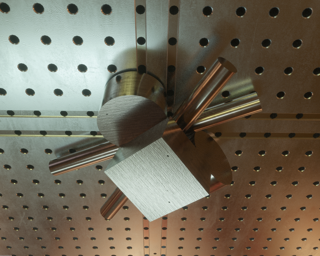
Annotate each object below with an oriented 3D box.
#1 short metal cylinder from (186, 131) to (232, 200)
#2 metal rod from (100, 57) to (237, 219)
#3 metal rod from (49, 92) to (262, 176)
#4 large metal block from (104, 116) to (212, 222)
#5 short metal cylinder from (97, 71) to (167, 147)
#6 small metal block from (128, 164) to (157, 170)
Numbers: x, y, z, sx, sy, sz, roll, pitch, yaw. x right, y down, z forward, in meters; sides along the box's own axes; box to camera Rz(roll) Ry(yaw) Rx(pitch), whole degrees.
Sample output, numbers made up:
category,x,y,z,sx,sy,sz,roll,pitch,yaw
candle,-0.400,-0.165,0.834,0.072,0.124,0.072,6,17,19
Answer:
category,x,y,z,sx,sy,sz,roll,pitch,yaw
short metal cylinder,0.052,0.050,0.415,0.050,0.080,0.080,-35,122,27
metal rod,-0.006,0.033,0.403,0.025,0.025,0.298,24,126,-19
metal rod,-0.017,0.013,0.418,0.301,0.025,0.025,-18,128,14
large metal block,0.000,0.047,0.347,0.080,0.050,0.080,-32,106,25
short metal cylinder,-0.032,-0.021,0.373,0.081,0.050,0.079,0,130,0
small metal block,-0.030,0.054,0.453,0.050,0.025,0.050,-22,127,17
